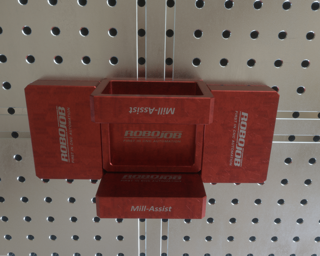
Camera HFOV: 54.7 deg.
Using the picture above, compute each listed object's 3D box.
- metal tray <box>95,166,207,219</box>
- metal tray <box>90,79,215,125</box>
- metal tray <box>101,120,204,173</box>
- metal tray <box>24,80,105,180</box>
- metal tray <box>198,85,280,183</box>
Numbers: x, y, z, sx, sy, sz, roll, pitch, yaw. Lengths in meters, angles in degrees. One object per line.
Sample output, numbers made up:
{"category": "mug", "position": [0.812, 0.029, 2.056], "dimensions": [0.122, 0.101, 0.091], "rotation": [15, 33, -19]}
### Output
{"category": "metal tray", "position": [-0.011, 0.079, 0.406], "dimensions": [0.131, 0.090, 0.030], "rotation": [1, 110, -1]}
{"category": "metal tray", "position": [-0.008, -0.034, 0.366], "dimensions": [0.131, 0.090, 0.030], "rotation": [1, 110, -1]}
{"category": "metal tray", "position": [-0.010, 0.013, 0.413], "dimensions": [0.131, 0.030, 0.089], "rotation": [1, 110, -1]}
{"category": "metal tray", "position": [-0.121, 0.004, 0.410], "dimensions": [0.091, 0.030, 0.129], "rotation": [1, 110, -1]}
{"category": "metal tray", "position": [0.101, 0.010, 0.414], "dimensions": [0.091, 0.030, 0.129], "rotation": [1, 110, -2]}
